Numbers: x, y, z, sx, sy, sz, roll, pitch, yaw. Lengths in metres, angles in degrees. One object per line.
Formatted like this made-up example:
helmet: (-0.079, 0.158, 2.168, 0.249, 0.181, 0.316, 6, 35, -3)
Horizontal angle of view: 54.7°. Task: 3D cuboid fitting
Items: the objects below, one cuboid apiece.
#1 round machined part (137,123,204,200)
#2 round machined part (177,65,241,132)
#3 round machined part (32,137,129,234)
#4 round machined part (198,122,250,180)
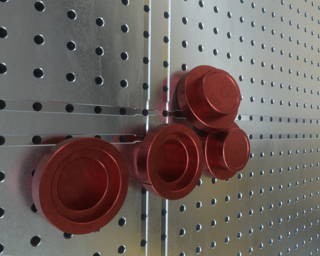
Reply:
round machined part: (0.009, 0.042, 0.408, 0.099, 0.042, 0.097, 0, 90, -40)
round machined part: (0.077, -0.046, 0.448, 0.099, 0.042, 0.098, 10, 70, -28)
round machined part: (-0.085, 0.058, 0.328, 0.099, 0.042, 0.097, 0, 90, -40)
round machined part: (0.105, 0.034, 0.489, 0.099, 0.042, 0.097, 0, 90, -40)
